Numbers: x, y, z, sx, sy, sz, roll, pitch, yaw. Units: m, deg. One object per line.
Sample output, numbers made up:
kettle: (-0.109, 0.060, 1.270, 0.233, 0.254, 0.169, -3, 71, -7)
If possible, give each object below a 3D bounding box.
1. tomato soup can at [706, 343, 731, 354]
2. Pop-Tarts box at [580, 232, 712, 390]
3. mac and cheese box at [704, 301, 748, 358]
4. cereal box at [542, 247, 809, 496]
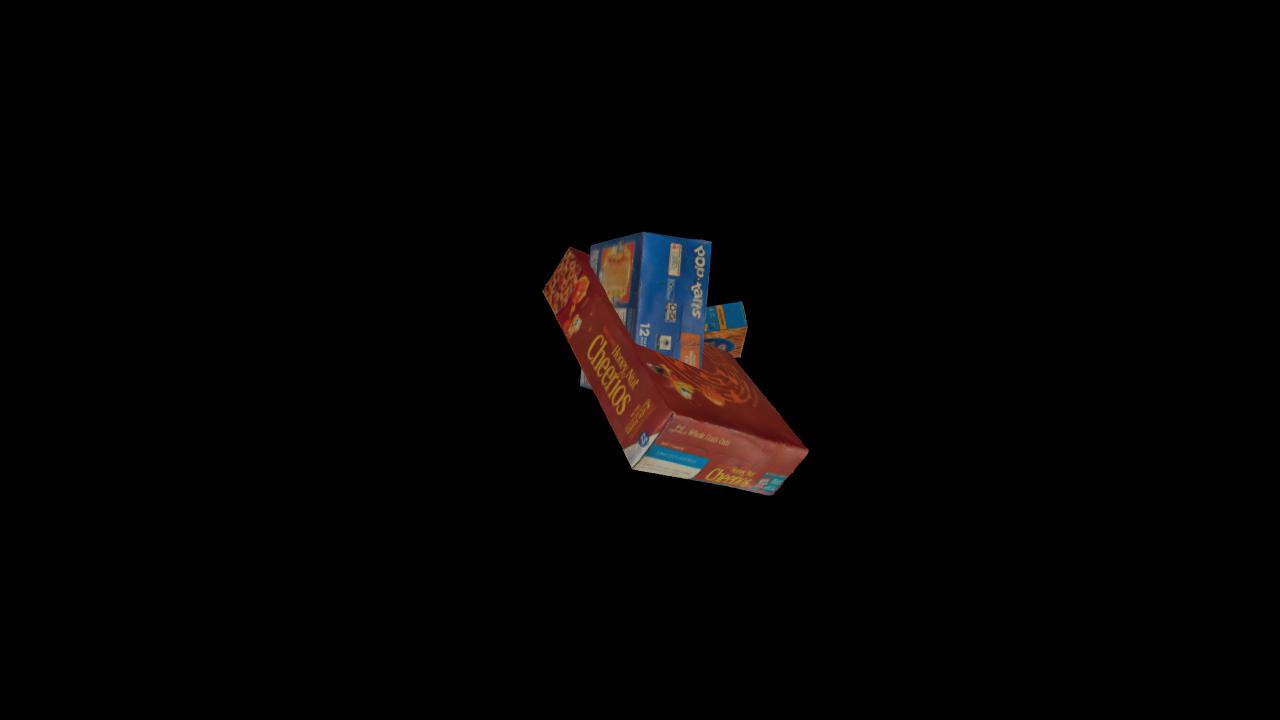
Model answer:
tomato soup can: (0.009, 0.008, 0.748, 0.101, 0.068, 0.068, -37, -4, 5)
Pop-Tarts box: (0.002, -0.045, 0.671, 0.083, 0.167, 0.141, 4, 2, -27)
mac and cheese box: (0.032, -0.022, 0.738, 0.184, 0.041, 0.093, -8, -24, 1)
cereal box: (0.028, 0.007, 0.691, 0.203, 0.081, 0.306, 18, 28, -38)
